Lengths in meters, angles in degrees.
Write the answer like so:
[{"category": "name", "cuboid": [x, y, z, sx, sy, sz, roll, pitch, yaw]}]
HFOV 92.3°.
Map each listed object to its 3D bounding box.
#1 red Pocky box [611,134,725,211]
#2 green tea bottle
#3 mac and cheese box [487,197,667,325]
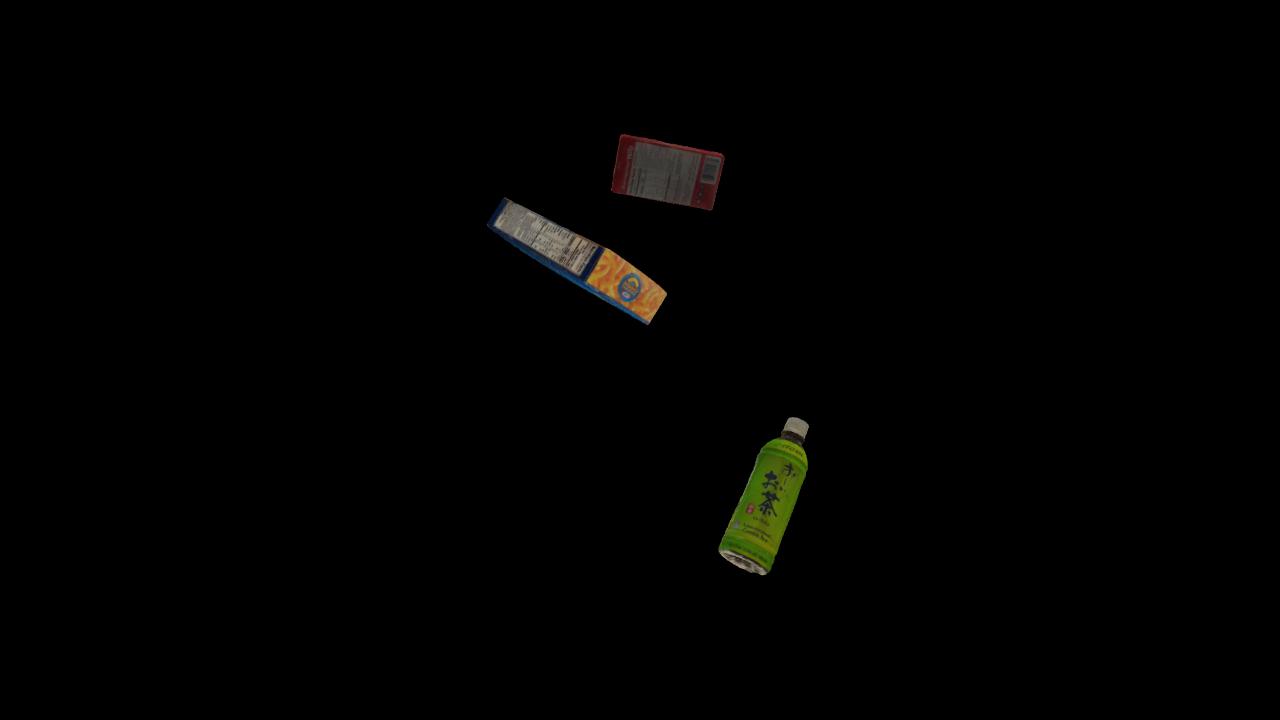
[{"category": "red Pocky box", "cuboid": [0.040, -0.275, 0.902, 0.155, 0.083, 0.028, 9, 29, -7]}, {"category": "green tea bottle", "cuboid": [0.175, 0.172, 0.814, 0.073, 0.212, 0.073, 24, -26, 12]}, {"category": "mac and cheese box", "cuboid": [-0.065, -0.098, 0.592, 0.184, 0.041, 0.093, 34, 1, 42]}]
